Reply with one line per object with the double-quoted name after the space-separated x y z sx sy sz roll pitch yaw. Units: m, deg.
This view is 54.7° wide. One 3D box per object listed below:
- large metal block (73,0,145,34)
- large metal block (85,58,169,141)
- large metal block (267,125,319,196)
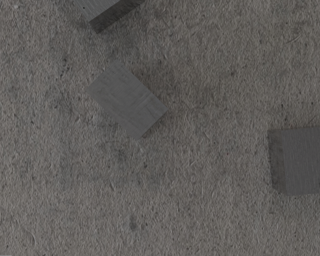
-0.076 -0.183 0.397 0.080 0.050 0.080 -35 90 0 "large metal block"
-0.037 -0.032 0.382 0.080 0.080 0.050 45 90 0 "large metal block"
0.190 0.039 0.399 0.081 0.050 0.080 -5 90 0 "large metal block"
